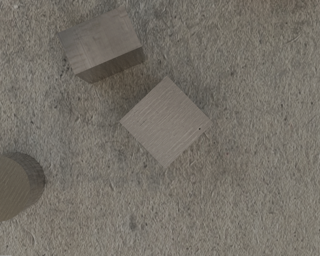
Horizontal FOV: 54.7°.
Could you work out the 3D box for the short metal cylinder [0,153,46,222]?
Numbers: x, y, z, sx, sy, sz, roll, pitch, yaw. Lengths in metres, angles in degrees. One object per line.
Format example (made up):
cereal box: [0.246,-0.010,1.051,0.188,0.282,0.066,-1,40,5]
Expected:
short metal cylinder: [-0.196,0.073,0.396,0.081,0.050,0.080,0,90,0]

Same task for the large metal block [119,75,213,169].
large metal block: [0.007,-0.007,0.398,0.080,0.050,0.080,-44,90,0]

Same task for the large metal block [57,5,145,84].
large metal block: [-0.067,-0.098,0.382,0.080,0.080,0.050,-23,90,0]
